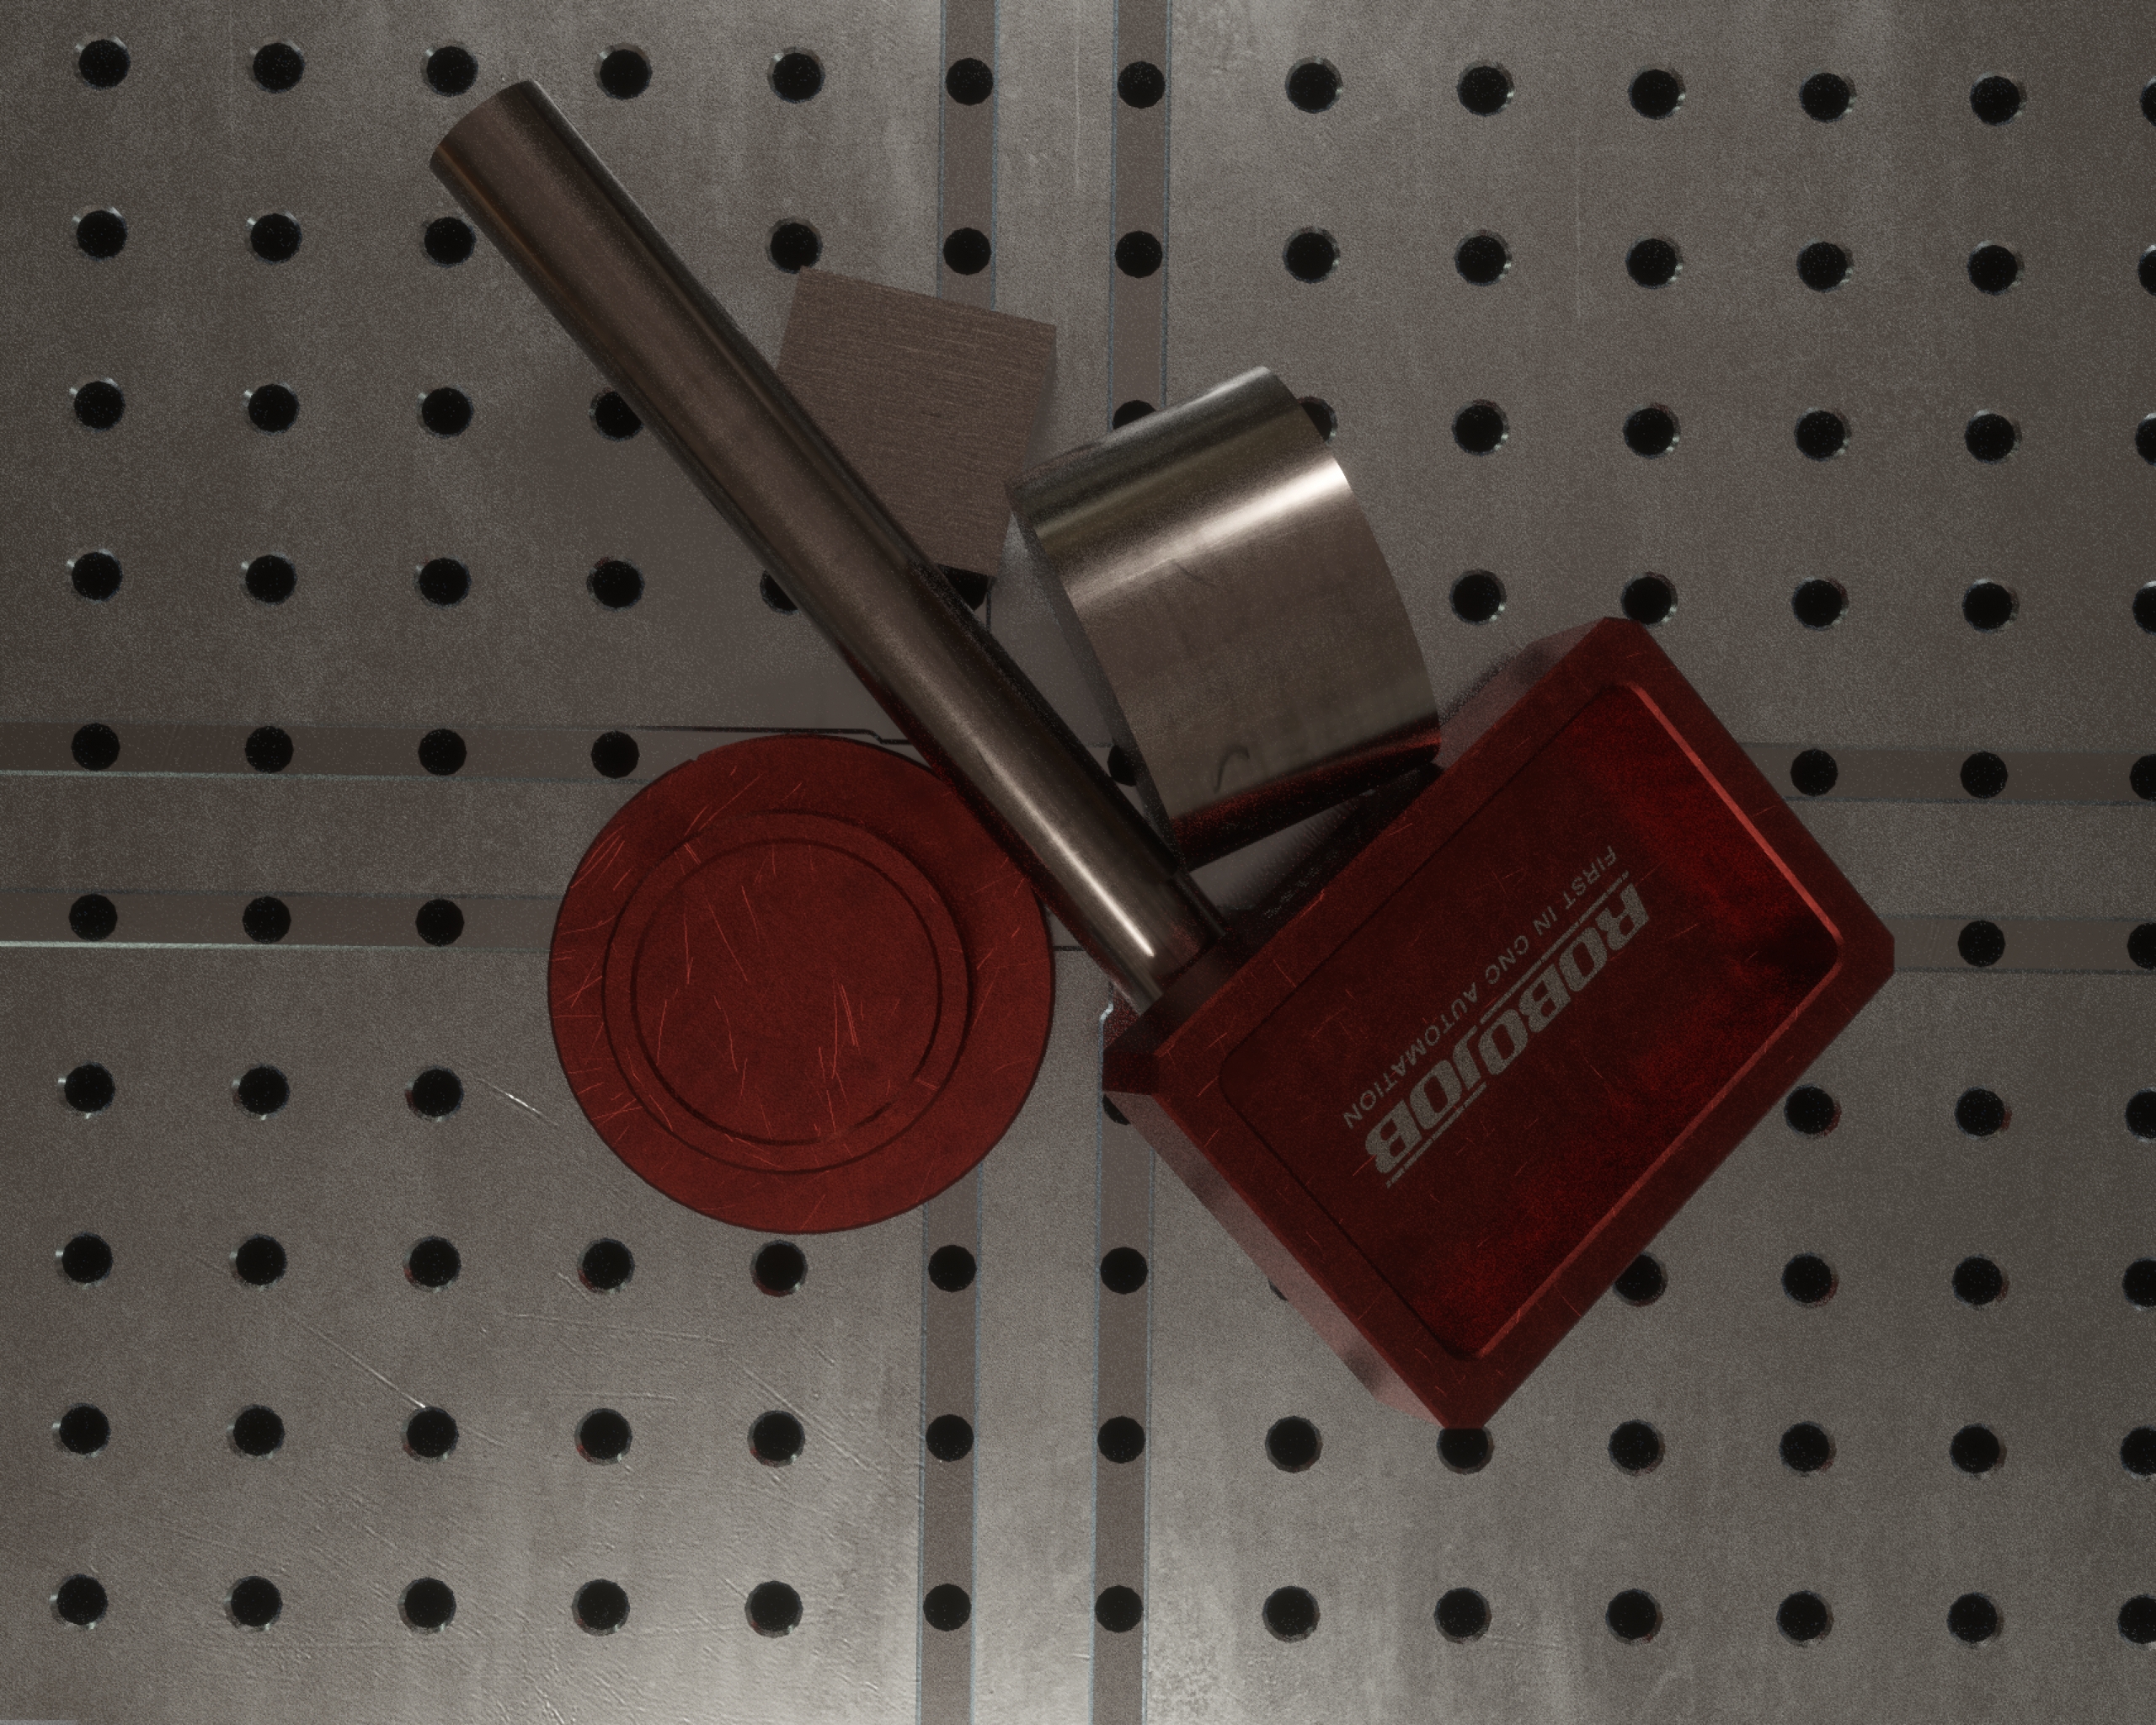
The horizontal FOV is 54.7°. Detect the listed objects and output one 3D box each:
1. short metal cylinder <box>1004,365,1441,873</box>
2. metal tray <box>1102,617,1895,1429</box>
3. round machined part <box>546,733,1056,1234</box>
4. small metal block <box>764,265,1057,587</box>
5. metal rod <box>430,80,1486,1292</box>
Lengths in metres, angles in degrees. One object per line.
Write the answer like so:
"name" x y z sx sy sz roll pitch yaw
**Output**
"short metal cylinder" 0.026 -0.044 0.386 0.050 0.080 0.080 -25 90 0
"metal tray" 0.081 0.028 0.391 0.130 0.030 0.090 -43 98 -16
"round machined part" -0.054 0.024 0.403 0.099 0.042 0.097 0 90 -1
"small metal block" -0.034 -0.085 0.413 0.050 0.025 0.050 13 90 -1
"metal rod" -0.012 -0.018 0.396 0.025 0.025 0.300 -40 98 0
